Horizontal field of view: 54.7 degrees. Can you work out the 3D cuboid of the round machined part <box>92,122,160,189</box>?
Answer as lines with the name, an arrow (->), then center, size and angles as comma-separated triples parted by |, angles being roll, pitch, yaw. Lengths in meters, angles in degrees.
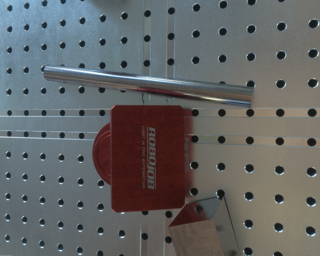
round machined part -> -0.050, 0.035, 0.421 | 0.098, 0.042, 0.097 | 0, 90, 20

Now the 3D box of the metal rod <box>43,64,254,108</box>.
metal rod -> -0.029, -0.061, 0.422 | 0.301, 0.025, 0.025 | 10, 93, 19

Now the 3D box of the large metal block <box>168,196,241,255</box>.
large metal block -> 0.056, 0.134, 0.361 | 0.050, 0.080, 0.080 | -17, 89, 19

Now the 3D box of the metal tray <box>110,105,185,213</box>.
metal tray -> -0.017, 0.037, 0.393 | 0.091, 0.030, 0.129 | -1, 90, -12
